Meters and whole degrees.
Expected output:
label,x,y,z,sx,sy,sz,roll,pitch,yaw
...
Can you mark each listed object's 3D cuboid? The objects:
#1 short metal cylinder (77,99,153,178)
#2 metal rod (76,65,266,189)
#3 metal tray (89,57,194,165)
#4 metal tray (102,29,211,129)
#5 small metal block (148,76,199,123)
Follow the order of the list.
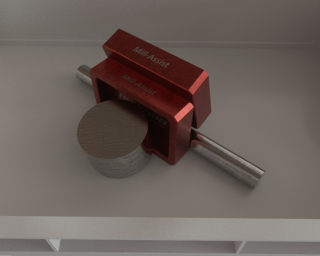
label,x,y,z,sx,sy,sz,roll,pitch,yaw
short metal cylinder,-0.051,0.013,0.368,0.080,0.050,0.080,-3,57,4
metal rod,-0.002,-0.013,0.416,0.300,0.025,0.025,32,57,23
metal tray,-0.024,-0.020,0.378,0.130,0.089,0.030,32,57,23
metal tray,-0.002,-0.058,0.377,0.130,0.090,0.030,32,74,23
small metal block,0.019,-0.042,0.438,0.050,0.025,0.050,33,57,24
